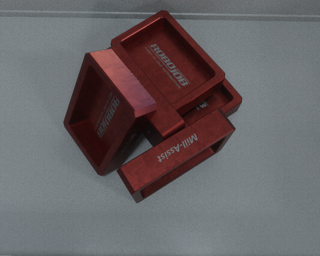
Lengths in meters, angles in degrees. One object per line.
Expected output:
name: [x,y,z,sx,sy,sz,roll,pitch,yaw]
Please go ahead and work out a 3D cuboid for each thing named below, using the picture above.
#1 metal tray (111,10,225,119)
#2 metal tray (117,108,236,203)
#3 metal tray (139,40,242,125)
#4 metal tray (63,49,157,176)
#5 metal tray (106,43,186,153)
metal tray: [0.009,-0.083,0.404,0.090,0.030,0.130,-35,73,-12]
metal tray: [0.018,0.036,0.361,0.131,0.090,0.030,-31,73,-11]
metal tray: [0.037,-0.058,0.428,0.090,0.030,0.130,-33,73,-10]
metal tray: [-0.064,-0.014,0.358,0.030,0.129,0.090,-25,69,-41]
metal tray: [-0.023,-0.031,0.384,0.030,0.090,0.130,-35,74,-12]
